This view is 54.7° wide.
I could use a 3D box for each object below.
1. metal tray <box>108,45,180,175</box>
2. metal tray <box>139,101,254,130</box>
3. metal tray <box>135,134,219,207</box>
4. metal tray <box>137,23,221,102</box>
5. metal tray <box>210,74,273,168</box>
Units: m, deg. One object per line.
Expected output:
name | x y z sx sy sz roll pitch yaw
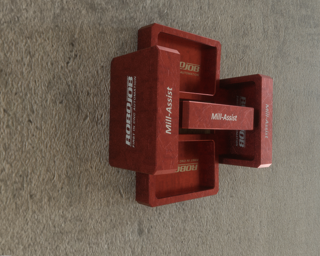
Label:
metal tray | -0.020 -0.018 0.347 0.030 0.090 0.129 2 90 -41
metal tray | 0.049 -0.014 0.406 0.131 0.090 0.030 1 91 -40
metal tray | 0.028 0.053 0.428 0.131 0.030 0.089 1 89 -40
metal tray | 0.030 -0.084 0.427 0.131 0.030 0.089 0 93 -40
metal tray | 0.119 -0.010 0.463 0.030 0.090 0.129 2 89 -40
